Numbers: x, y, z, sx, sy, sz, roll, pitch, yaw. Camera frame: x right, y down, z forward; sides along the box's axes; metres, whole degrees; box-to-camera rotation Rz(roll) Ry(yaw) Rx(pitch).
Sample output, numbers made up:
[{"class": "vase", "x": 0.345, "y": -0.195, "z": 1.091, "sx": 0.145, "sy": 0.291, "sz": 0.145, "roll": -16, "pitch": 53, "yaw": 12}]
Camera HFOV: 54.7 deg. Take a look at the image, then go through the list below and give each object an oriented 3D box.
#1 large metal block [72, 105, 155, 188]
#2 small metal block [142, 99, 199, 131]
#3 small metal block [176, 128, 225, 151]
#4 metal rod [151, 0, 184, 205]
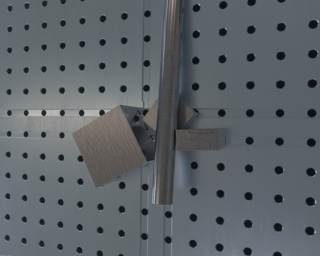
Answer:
[{"class": "large metal block", "x": -0.058, "y": 0.024, "z": 0.420, "sx": 0.080, "sy": 0.050, "sz": 0.080, "roll": -29, "pitch": 81, "yaw": 17}, {"class": "small metal block", "x": 0.014, "y": -0.015, "z": 0.408, "sx": 0.050, "sy": 0.025, "sz": 0.050, "roll": 40, "pitch": 102, "yaw": 15}, {"class": "small metal block", "x": 0.051, "y": 0.013, "z": 0.381, "sx": 0.050, "sy": 0.050, "sz": 0.025, "roll": -2, "pitch": 90, "yaw": 19}, {"class": "metal rod", "x": 0.012, "y": -0.059, "z": 0.384, "sx": 0.025, "sy": 0.025, "sz": 0.298, "roll": 1, "pitch": 81, "yaw": 20}]
